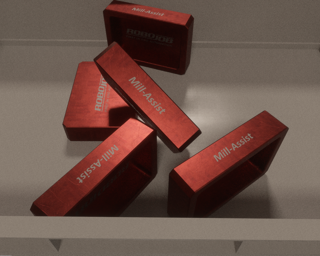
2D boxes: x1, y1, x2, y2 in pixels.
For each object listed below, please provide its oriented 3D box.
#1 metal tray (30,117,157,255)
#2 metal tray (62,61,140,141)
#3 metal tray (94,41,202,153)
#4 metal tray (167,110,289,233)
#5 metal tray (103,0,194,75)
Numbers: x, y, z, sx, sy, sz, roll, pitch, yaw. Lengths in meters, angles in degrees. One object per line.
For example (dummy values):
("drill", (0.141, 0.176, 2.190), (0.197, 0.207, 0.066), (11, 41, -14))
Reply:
("metal tray", (-0.055, 0.060, 0.311), (0.030, 0.089, 0.131), (31, 57, 23))
("metal tray", (-0.076, -0.041, 0.436), (0.091, 0.030, 0.130), (0, 50, 0))
("metal tray", (-0.014, -0.029, 0.353), (0.030, 0.090, 0.130), (-43, 87, -5))
("metal tray", (0.069, 0.046, 0.324), (0.131, 0.089, 0.030), (-29, 56, -23))
("metal tray", (-0.018, -0.138, 0.478), (0.131, 0.089, 0.030), (15, 52, 12))
